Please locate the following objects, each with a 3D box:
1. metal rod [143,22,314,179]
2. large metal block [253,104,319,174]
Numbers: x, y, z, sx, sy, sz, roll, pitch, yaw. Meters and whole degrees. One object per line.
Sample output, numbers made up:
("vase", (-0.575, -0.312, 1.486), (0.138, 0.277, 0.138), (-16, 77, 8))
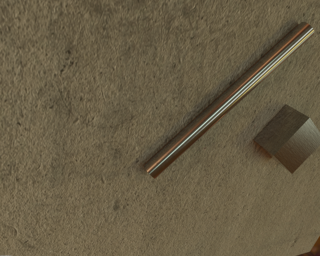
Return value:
("metal rod", (0.096, -0.038, 0.437), (0.300, 0.025, 0.025), (-42, 130, 1))
("large metal block", (0.220, 0.020, 0.526), (0.080, 0.050, 0.080), (-49, 129, 6))
